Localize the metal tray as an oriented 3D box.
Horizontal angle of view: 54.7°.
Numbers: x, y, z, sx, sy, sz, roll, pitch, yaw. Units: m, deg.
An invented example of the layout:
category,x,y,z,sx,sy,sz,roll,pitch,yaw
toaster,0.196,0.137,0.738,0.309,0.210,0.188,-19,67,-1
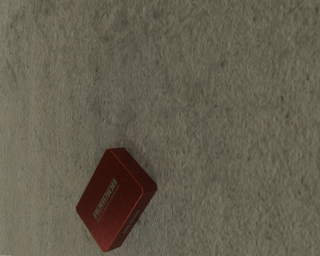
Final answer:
category,x,y,z,sx,sy,sz,roll,pitch,yaw
metal tray,-0.068,0.104,0.456,0.090,0.030,0.129,44,116,30
